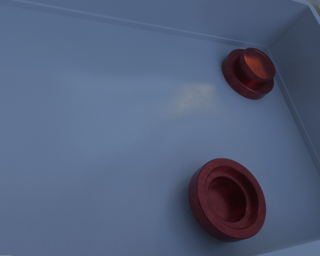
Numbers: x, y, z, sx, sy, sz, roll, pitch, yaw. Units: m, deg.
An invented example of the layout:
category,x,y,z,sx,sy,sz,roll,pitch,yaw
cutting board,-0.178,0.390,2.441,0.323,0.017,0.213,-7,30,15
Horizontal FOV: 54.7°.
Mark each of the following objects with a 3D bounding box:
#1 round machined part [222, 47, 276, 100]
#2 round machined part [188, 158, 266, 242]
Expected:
category,x,y,z,sx,sy,sz,roll,pitch,yaw
round machined part,0.162,-0.101,0.543,0.099,0.042,0.098,14,56,-21
round machined part,0.077,0.090,0.381,0.099,0.042,0.098,14,56,-21
